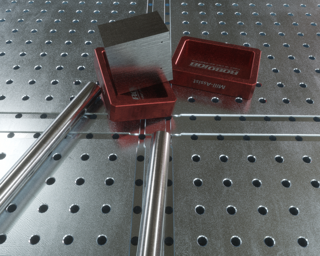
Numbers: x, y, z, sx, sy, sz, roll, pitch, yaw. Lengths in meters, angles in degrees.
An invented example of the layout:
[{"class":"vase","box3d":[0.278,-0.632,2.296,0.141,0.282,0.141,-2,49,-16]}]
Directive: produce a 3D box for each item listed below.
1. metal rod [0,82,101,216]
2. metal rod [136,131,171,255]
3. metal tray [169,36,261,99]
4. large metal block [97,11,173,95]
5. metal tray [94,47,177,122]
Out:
[{"class":"metal rod","box3d":[-0.158,0.047,0.366,0.025,0.025,0.301,19,52,15]},{"class":"metal rod","box3d":[-0.011,0.126,0.301,0.025,0.025,0.300,4,50,3]},{"class":"metal tray","box3d":[0.086,-0.098,0.487,0.131,0.030,0.090,13,51,10]},{"class":"large metal block","box3d":[-0.031,-0.100,0.417,0.081,0.080,0.050,-17,52,-7]},{"class":"metal tray","box3d":[-0.040,-0.069,0.451,0.091,0.030,0.130,-6,50,-20]}]
